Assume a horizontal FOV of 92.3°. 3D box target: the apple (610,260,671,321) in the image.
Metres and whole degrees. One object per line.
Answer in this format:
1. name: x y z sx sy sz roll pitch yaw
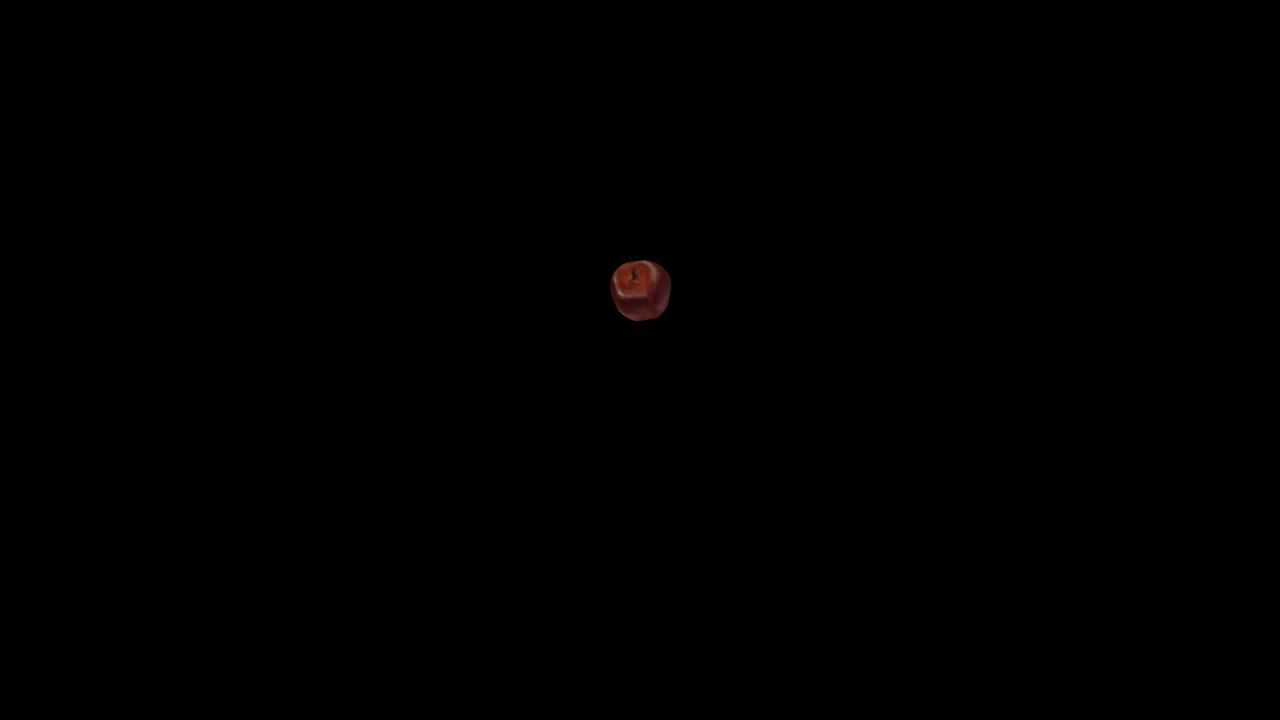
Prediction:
1. apple: 0.003 -0.089 0.791 0.079 0.079 0.093 0 -23 15
